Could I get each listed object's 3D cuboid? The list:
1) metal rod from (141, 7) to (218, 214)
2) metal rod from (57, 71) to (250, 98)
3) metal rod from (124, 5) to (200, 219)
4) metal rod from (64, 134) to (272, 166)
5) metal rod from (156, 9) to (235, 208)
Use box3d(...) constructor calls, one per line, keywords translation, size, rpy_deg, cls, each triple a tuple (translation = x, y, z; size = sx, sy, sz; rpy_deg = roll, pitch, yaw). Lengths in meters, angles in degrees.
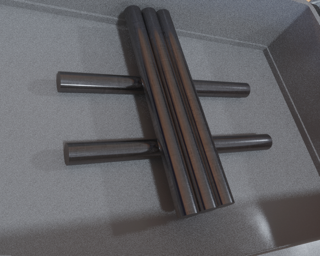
box3d(translation=(0.017, -0.040, 0.404), size=(0.025, 0.025, 0.299), rpy_deg=(-1, 62, -29), cls="metal rod")
box3d(translation=(0.010, -0.060, 0.446), size=(0.303, 0.025, 0.025), rpy_deg=(-2, 63, -29), cls="metal rod")
box3d(translation=(-0.005, -0.038, 0.391), size=(0.025, 0.025, 0.299), rpy_deg=(-1, 62, -29), cls="metal rod")
box3d(translation=(0.032, 0.025, 0.406), size=(0.303, 0.025, 0.025), rpy_deg=(-1, 63, -29), cls="metal rod")
box3d(translation=(0.038, -0.042, 0.417), size=(0.025, 0.025, 0.299), rpy_deg=(-1, 62, -29), cls="metal rod")
